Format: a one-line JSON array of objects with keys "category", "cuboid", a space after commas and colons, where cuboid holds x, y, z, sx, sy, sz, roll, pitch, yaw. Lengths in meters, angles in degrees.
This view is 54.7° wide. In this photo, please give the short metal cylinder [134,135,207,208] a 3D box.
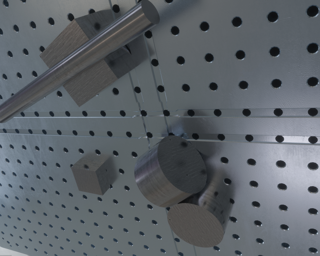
[{"category": "short metal cylinder", "cuboid": [0.014, 0.056, 0.403, 0.080, 0.080, 0.050, 46, 129, -5]}]

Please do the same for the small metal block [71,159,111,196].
[{"category": "small metal block", "cuboid": [-0.116, 0.083, 0.524, 0.050, 0.025, 0.050, 5, 121, 26]}]

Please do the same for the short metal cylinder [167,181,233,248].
[{"category": "short metal cylinder", "cuboid": [0.057, 0.121, 0.440, 0.080, 0.050, 0.079, 13, 124, 21]}]

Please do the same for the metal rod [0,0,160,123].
[{"category": "metal rod", "cuboid": [-0.122, -0.063, 0.371, 0.299, 0.025, 0.025, -21, 107, 36]}]

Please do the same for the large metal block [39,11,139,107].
[{"category": "large metal block", "cuboid": [-0.089, -0.085, 0.389, 0.080, 0.050, 0.080, -27, 104, 37]}]
